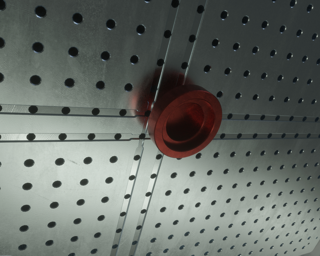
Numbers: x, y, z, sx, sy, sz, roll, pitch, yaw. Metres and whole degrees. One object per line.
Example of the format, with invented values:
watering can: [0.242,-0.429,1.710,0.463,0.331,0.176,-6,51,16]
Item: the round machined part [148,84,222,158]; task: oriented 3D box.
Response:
round machined part: [0.029,-0.012,0.408,0.099,0.042,0.097,-14,124,-21]
